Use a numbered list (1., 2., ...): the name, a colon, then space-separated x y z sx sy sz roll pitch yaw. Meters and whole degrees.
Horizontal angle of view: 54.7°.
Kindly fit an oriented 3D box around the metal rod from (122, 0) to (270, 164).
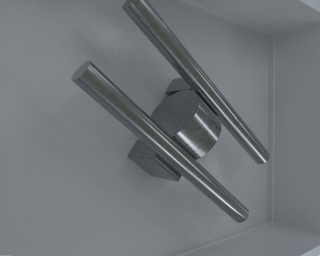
1. metal rod: 0.063 -0.043 0.395 0.300 0.025 0.025 43 64 -32

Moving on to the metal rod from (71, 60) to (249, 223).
1. metal rod: 0.021 0.035 0.361 0.300 0.025 0.025 43 64 -31

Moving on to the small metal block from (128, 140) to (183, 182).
1. small metal block: -0.003 0.041 0.387 0.050 0.050 0.025 44 63 -32

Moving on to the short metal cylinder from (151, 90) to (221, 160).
1. short metal cylinder: 0.030 -0.003 0.396 0.050 0.080 0.080 44 63 -32

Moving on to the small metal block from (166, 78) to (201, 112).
1. small metal block: 0.045 -0.045 0.428 0.050 0.050 0.025 44 63 -32
